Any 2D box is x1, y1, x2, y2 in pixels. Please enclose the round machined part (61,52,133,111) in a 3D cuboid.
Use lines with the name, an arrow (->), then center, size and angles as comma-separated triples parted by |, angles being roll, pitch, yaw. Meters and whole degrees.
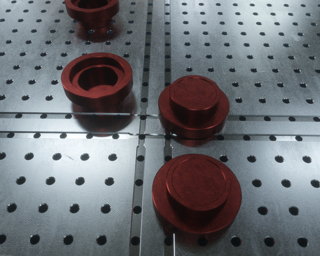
round machined part -> -0.088, -0.063, 0.449 | 0.099, 0.042, 0.098 | 0, 50, 0

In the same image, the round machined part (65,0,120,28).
round machined part -> -0.125, -0.225, 0.584 | 0.099, 0.042, 0.098 | 0, 50, 0

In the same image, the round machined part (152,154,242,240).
round machined part -> 0.040, 0.068, 0.340 | 0.099, 0.042, 0.098 | 0, 50, 0

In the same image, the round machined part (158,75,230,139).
round machined part -> 0.047, -0.036, 0.427 | 0.099, 0.042, 0.098 | 0, 50, 0
